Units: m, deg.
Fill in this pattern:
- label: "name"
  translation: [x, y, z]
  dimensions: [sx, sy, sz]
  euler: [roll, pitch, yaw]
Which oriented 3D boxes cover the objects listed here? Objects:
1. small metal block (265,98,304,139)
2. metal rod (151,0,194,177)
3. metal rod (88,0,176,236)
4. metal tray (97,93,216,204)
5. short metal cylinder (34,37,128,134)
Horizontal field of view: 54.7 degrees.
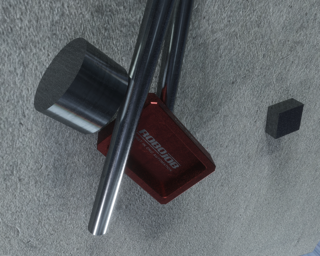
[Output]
- label: "small metal block"
  translation: [0.204, -0.016, 0.508]
  dimensions: [0.050, 0.025, 0.050]
  euler: [-19, 126, -17]
- label: "metal rod"
  translation: [0.009, -0.046, 0.383]
  dimensions: [0.025, 0.025, 0.298]
  euler: [-5, 121, -26]
- label: "metal rod"
  translation: [-0.038, 0.002, 0.337]
  dimensions: [0.025, 0.025, 0.298]
  euler: [3, 120, -30]
- label: "metal tray"
  translation: [-0.003, 0.030, 0.390]
  dimensions: [0.090, 0.030, 0.130]
  euler: [-37, 117, 12]
- label: "short metal cylinder"
  translation: [-0.077, -0.040, 0.304]
  dimensions: [0.050, 0.080, 0.080]
  euler: [33, 100, -38]
